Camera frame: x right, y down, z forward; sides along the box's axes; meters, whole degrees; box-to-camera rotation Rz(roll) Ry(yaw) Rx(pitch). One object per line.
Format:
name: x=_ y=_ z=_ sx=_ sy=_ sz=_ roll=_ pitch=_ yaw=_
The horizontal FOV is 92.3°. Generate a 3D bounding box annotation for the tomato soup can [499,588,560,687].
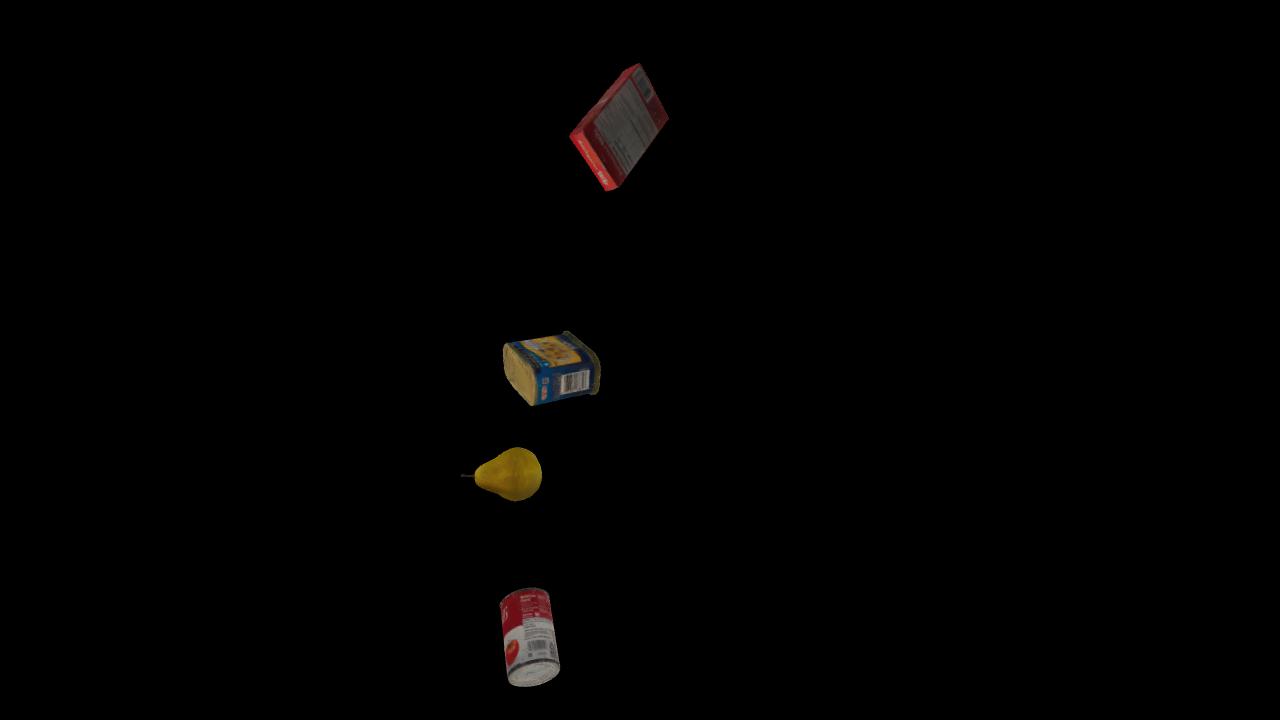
tomato soup can: x=-0.143 y=0.360 z=0.801 sx=0.068 sy=0.068 sz=0.101 roll=0 pitch=39 yaw=-20

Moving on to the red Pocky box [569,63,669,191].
red Pocky box: x=-0.022 y=-0.290 z=0.762 sx=0.028 sy=0.155 sz=0.083 roll=0 pitch=-42 yaw=40

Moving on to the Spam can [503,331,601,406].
Spam can: x=-0.110 y=0.009 z=0.749 sx=0.085 sy=0.058 sz=0.101 roll=-11 pitch=29 yaw=-31

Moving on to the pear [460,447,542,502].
pear: x=-0.202 y=0.170 z=0.902 sx=0.111 sy=0.080 sz=0.080 roll=-5 pitch=3 yaw=-32
